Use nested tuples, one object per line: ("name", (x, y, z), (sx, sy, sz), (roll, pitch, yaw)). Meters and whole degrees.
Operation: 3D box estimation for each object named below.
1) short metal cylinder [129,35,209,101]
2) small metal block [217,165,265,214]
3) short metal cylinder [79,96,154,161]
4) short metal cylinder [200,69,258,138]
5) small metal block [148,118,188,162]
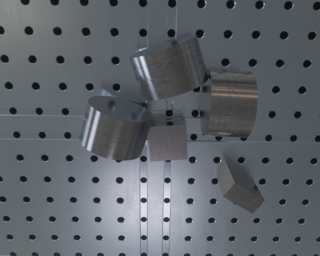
("short metal cylinder", (0.010, -0.070, 0.358), (0.080, 0.080, 0.050), (-17, 109, 6))
("small metal block", (0.111, 0.085, 0.432), (0.050, 0.050, 0.025), (31, 107, -11))
("short metal cylinder", (-0.054, -0.002, 0.383), (0.080, 0.080, 0.050), (16, 109, -6))
("short metal cylinder", (0.080, -0.029, 0.374), (0.050, 0.080, 0.079), (3, 110, -1))
("small metal block", (0.010, 0.016, 0.419), (0.050, 0.025, 0.050), (-4, 110, 1))
